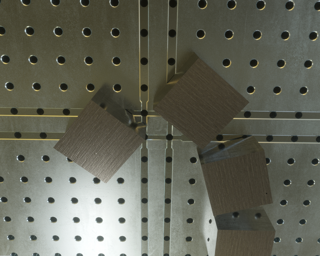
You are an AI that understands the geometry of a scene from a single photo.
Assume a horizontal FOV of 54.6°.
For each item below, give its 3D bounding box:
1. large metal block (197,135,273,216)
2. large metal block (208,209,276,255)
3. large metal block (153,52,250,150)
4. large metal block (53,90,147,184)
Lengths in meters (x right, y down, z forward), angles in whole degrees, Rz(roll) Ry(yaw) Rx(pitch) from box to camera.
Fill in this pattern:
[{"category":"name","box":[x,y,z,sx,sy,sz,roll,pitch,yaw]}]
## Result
[{"category":"large metal block","box":[0.101,0.064,0.424,0.080,0.050,0.080,-14,110,5]},{"category":"large metal block","box":[0.118,0.170,0.463,0.080,0.050,0.079,2,110,-1]},{"category":"large metal block","box":[0.048,-0.035,0.388,0.080,0.050,0.080,38,106,-13]},{"category":"large metal block","box":[-0.075,0.011,0.403,0.080,0.050,0.080,38,106,-13]}]
